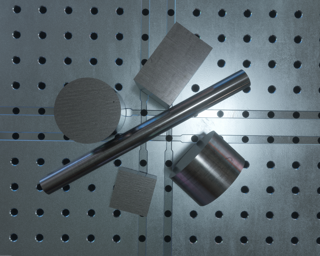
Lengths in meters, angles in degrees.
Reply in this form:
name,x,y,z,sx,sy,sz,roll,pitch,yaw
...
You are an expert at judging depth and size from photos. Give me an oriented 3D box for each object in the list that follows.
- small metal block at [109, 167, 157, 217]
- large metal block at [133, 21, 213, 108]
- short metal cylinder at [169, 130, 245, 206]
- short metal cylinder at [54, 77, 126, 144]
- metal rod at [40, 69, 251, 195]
name,x,y,z,sx,sy,sz,roll,pitch,yaw
small metal block,-0.035,0.084,0.410,0.050,0.025,0.050,15,90,0
large metal block,0.015,-0.072,0.383,0.050,0.080,0.080,36,90,0
short metal cylinder,0.057,0.049,0.383,0.050,0.080,0.080,44,90,-1
short metal cylinder,-0.087,-0.021,0.396,0.081,0.050,0.079,0,90,0
metal rod,-0.019,0.005,0.410,0.301,0.025,0.025,-28,90,0
